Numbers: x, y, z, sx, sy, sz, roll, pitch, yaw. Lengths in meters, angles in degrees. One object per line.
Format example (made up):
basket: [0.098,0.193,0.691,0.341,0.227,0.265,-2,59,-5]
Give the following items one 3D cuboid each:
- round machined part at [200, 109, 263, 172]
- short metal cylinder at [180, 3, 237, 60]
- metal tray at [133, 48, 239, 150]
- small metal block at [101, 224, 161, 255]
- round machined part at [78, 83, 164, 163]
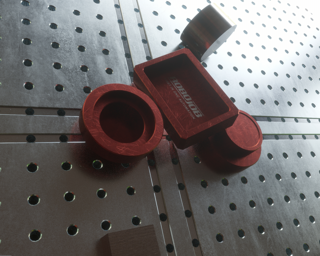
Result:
round machined part: [0.109,0.011,0.451,0.099,0.042,0.098,14,56,-21]
short metal cylinder: [0.080,-0.159,0.515,0.050,0.080,0.080,48,51,5]
metal tray: [0.032,-0.044,0.421,0.091,0.030,0.130,-24,65,-20]
small metal block: [-0.028,0.130,0.315,0.050,0.025,0.050,-1,63,-29]
round machined part: [-0.049,-0.002,0.374,0.099,0.042,0.098,14,56,-21]
